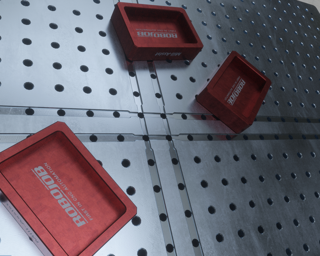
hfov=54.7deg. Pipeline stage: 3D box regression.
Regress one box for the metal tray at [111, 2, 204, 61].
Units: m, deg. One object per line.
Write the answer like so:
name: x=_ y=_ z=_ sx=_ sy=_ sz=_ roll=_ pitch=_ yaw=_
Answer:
metal tray: x=-0.003 y=-0.154 z=0.499 sx=0.131 sy=0.030 sz=0.090 roll=-9 pitch=67 yaw=-33

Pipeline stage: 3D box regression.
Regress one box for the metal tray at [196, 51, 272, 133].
metal tray: x=0.126 y=-0.063 z=0.513 sx=0.090 sy=0.030 sz=0.131 roll=39 pitch=51 yaw=-2

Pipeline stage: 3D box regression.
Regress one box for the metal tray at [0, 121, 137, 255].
metal tray: x=-0.098 y=0.066 z=0.312 sx=0.130 sy=0.030 sz=0.091 roll=48 pitch=51 yaw=5
